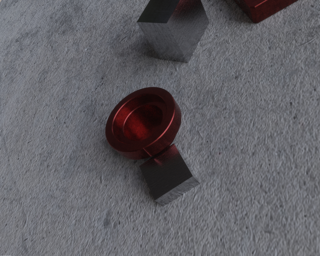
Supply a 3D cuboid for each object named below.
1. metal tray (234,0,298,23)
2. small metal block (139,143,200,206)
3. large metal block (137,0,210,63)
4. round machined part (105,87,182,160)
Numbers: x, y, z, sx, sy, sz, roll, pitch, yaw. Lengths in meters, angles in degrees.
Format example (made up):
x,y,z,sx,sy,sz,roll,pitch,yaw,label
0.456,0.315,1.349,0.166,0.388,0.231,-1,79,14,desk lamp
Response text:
x,y,z,sx,sy,sz,roll,pitch,yaw,label
0.149,-0.221,0.457,0.090,0.030,0.130,-29,52,9,metal tray
0.011,0.055,0.364,0.050,0.025,0.050,-34,52,5,small metal block
0.022,-0.154,0.450,0.050,0.080,0.080,16,70,34,large metal block
-0.017,-0.002,0.398,0.098,0.042,0.098,-16,50,20,round machined part
